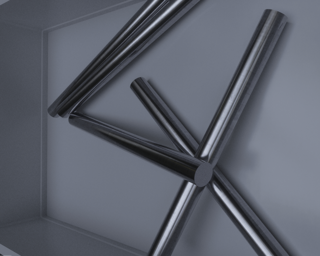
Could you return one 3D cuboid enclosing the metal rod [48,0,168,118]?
[{"bbox_3d":[-0.093,-0.101,0.483,0.299,0.025,0.025,-35,68,34],"label":"metal rod"}]

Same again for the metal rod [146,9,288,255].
[{"bbox_3d":[0.055,0.021,0.333,0.025,0.025,0.298,31,101,36],"label":"metal rod"}]

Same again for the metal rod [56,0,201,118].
[{"bbox_3d":[-0.060,-0.097,0.449,0.299,0.025,0.025,-33,69,32],"label":"metal rod"}]

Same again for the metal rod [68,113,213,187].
[{"bbox_3d":[-0.051,0.015,0.413,0.300,0.025,0.025,18,102,49],"label":"metal rod"}]

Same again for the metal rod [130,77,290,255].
[{"bbox_3d":[0.050,0.045,0.365,0.025,0.025,0.300,-52,60,27],"label":"metal rod"}]
